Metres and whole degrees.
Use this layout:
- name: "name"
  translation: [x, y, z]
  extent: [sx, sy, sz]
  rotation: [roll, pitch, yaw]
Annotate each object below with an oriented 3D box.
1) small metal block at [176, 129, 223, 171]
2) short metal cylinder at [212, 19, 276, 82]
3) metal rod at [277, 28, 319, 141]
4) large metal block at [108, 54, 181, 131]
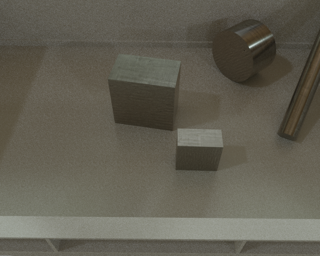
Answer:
- name: "small metal block"
  translation: [0.045, 0.027, 0.367]
  extent: [0.050, 0.050, 0.025]
  rotation: [2, 50, 1]
- name: "short metal cylinder"
  translation: [0.126, -0.117, 0.469]
  extent: [0.050, 0.080, 0.080]
  rotation: [-31, 57, -24]
- name: "metal rod"
  translation: [0.227, -0.123, 0.423]
  extent: [0.025, 0.025, 0.299]
  rotation: [23, 81, 17]
- name: "large metal block"
  translation: [-0.018, -0.046, 0.407]
  extent: [0.080, 0.080, 0.050]
  rotation: [8, 51, 6]
